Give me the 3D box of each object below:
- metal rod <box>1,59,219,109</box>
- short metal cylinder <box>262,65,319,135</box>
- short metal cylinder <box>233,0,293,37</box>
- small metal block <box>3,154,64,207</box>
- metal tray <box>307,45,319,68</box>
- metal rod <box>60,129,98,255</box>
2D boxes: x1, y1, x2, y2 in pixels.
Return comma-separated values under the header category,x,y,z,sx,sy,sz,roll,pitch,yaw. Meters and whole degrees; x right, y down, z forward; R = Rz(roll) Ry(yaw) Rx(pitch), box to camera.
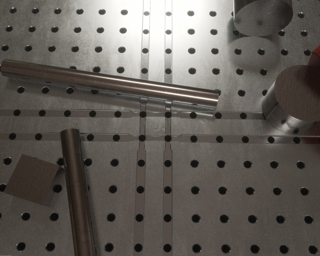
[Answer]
category,x,y,z,sx,sy,sz,roll,pitch,yaw
metal rod,-0.070,-0.062,0.433,0.302,0.025,0.025,9,70,3
short metal cylinder,0.185,-0.037,0.414,0.081,0.050,0.080,0,70,0
short metal cylinder,0.148,-0.178,0.450,0.081,0.080,0.050,3,70,1
small metal block,-0.155,0.066,0.386,0.050,0.025,0.050,17,71,5
metal tray,0.252,-0.054,0.398,0.030,0.090,0.130,-44,74,14
metal rod,-0.086,0.143,0.358,0.025,0.025,0.299,-12,71,-5
